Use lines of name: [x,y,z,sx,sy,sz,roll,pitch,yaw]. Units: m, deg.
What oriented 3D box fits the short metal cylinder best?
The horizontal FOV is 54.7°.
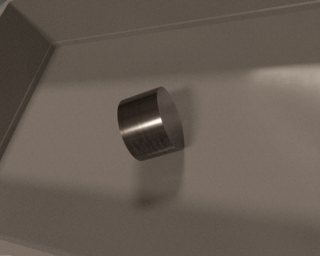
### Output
short metal cylinder: [-0.009,-0.005,0.377,0.050,0.080,0.080,-17,55,18]
